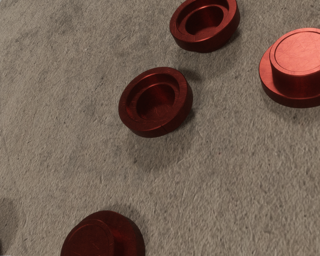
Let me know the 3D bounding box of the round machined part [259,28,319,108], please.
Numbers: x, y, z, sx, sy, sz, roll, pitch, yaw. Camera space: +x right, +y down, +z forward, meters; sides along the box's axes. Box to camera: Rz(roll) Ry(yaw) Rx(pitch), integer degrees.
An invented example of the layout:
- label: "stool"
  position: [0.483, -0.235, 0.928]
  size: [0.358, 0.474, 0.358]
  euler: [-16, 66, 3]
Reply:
- label: "round machined part"
  position: [0.163, -0.074, 0.353]
  size: [0.098, 0.042, 0.098]
  euler: [-13, 56, 20]

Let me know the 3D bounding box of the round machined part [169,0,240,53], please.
- label: "round machined part"
  position: [0.067, -0.148, 0.448]
  size: [0.098, 0.042, 0.098]
  euler: [-13, 56, 20]

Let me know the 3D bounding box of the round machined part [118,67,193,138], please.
- label: "round machined part"
  position: [-0.002, -0.030, 0.411]
  size: [0.098, 0.042, 0.098]
  euler: [-13, 56, 20]

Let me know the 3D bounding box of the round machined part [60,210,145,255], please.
- label: "round machined part"
  position: [-0.070, 0.140, 0.342]
  size: [0.098, 0.042, 0.098]
  euler: [-13, 56, 20]
